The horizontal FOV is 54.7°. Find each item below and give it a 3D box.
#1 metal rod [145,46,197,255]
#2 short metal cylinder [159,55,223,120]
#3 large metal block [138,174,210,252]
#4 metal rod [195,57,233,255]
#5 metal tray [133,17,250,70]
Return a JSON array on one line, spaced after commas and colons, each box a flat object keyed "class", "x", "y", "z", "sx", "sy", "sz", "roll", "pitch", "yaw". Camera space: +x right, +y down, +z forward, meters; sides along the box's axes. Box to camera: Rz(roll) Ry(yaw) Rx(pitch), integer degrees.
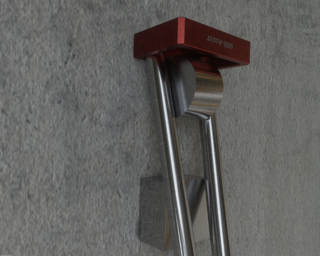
[{"class": "metal rod", "x": 0.014, "y": 0.043, "z": 0.360, "sx": 0.025, "sy": 0.025, "sz": 0.299, "roll": 3, "pitch": 73, "yaw": -40}, {"class": "short metal cylinder", "x": 0.034, "y": -0.050, "z": 0.402, "sx": 0.050, "sy": 0.080, "sz": 0.079, "roll": 3, "pitch": 89, "yaw": -41}, {"class": "large metal block", "x": 0.020, "y": 0.106, "z": 0.407, "sx": 0.081, "sy": 0.050, "sz": 0.079, "roll": 2, "pitch": 89, "yaw": -40}, {"class": "metal rod", "x": 0.069, "y": 0.046, "z": 0.405, "sx": 0.025, "sy": 0.025, "sz": 0.299, "roll": 11, "pitch": 68, "yaw": -40}, {"class": "metal tray", "x": 0.043, "y": -0.102, "z": 0.401, "sx": 0.131, "sy": 0.090, "sz": 0.030, "roll": 3, "pitch": 89, "yaw": -40}]
